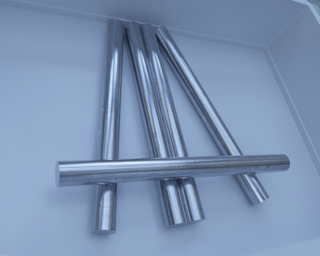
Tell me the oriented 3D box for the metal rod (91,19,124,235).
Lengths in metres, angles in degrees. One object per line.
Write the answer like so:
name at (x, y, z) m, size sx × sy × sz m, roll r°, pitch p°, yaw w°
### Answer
metal rod at (-0.061, -0.024, 0.386) m, size 0.025 × 0.025 × 0.299 m, roll 12°, pitch 57°, yaw -22°

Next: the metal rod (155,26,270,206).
metal rod at (0.068, -0.028, 0.457) m, size 0.025 × 0.025 × 0.299 m, roll -17°, pitch 71°, yaw -35°

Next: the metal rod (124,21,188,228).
metal rod at (-0.012, -0.022, 0.411) m, size 0.025 × 0.025 × 0.299 m, roll 1°, pitch 61°, yaw -28°

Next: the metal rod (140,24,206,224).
metal rod at (0.009, -0.023, 0.423) m, size 0.025 × 0.025 × 0.299 m, roll 1°, pitch 61°, yaw -28°

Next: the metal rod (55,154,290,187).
metal rod at (0.037, 0.046, 0.362) m, size 0.303 × 0.025 × 0.025 m, roll 1°, pitch 61°, yaw -28°
